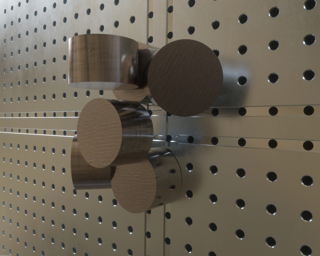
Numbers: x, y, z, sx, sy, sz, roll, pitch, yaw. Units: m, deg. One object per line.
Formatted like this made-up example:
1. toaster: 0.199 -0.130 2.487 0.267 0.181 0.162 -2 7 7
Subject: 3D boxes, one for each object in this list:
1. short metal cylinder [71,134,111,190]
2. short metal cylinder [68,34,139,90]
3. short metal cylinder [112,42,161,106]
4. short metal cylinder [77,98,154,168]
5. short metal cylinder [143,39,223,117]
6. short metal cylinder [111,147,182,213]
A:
1. short metal cylinder: -0.093 0.047 0.444 0.050 0.080 0.080 -2 89 -4
2. short metal cylinder: -0.065 -0.073 0.360 0.080 0.081 0.050 1 91 40
3. short metal cylinder: -0.021 -0.069 0.410 0.080 0.050 0.079 1 91 40
4. short metal cylinder: -0.055 0.006 0.372 0.080 0.050 0.079 0 90 40
5. short metal cylinder: 0.023 -0.055 0.345 0.050 0.081 0.079 -138 56 -78
6. short metal cylinder: -0.019 0.067 0.408 0.080 0.050 0.079 1 91 39
